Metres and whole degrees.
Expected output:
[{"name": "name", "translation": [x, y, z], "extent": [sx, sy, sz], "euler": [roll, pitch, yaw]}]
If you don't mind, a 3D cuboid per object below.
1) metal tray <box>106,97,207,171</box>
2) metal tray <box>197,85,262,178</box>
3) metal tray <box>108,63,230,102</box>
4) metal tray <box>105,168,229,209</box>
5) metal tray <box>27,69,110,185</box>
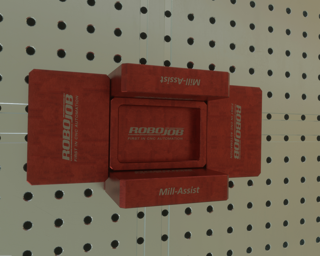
[{"name": "metal tray", "translation": [-0.003, 0.008, 0.407], "extent": [0.131, 0.030, 0.089], "euler": [1, 90, -21]}, {"name": "metal tray", "translation": [0.101, 0.005, 0.447], "extent": [0.091, 0.030, 0.129], "euler": [1, 90, -21]}, {"name": "metal tray", "translation": [0.007, -0.052, 0.382], "extent": [0.131, 0.090, 0.030], "euler": [1, 90, -20]}, {"name": "metal tray", "translation": [0.006, 0.068, 0.380], "extent": [0.131, 0.090, 0.030], "euler": [1, 90, -20]}, {"name": "metal tray", "translation": [-0.108, -0.001, 0.370], "extent": [0.091, 0.030, 0.129], "euler": [1, 90, -21]}]
